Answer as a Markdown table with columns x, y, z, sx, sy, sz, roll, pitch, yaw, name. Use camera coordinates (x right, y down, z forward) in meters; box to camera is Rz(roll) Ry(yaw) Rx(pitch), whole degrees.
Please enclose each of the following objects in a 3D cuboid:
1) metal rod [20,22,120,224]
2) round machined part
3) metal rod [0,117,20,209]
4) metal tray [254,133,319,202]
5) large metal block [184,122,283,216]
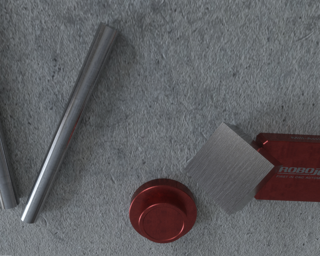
| x | y | z | sx | sy | sz | roll | pitch | yaw | name |
| --- | --- | --- | --- | --- | --- | --- | --- | --- | --- |
| -0.125 | 0.006 | 0.410 | 0.025 | 0.025 | 0.298 | 25 | 108 | -9 | metal rod |
| 0.005 | 0.126 | 0.447 | 0.099 | 0.042 | 0.097 | 0 | 110 | -1 | round machined part |
| -0.222 | -0.030 | 0.395 | 0.025 | 0.025 | 0.298 | -3 | 110 | 0 | metal rod |
| 0.197 | 0.056 | 0.431 | 0.131 | 0.030 | 0.089 | 3 | 110 | -2 | metal tray |
| 0.093 | 0.050 | 0.395 | 0.080 | 0.050 | 0.080 | 45 | 108 | 27 | large metal block |
